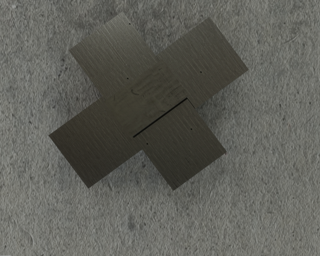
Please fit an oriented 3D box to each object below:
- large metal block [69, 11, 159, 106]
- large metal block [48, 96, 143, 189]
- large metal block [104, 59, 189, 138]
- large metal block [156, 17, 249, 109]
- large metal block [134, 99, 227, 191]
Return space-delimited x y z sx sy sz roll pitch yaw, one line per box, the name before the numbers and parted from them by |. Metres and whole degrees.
large metal block | -0.054 -0.085 0.397 0.080 0.050 0.080 -36 90 0
large metal block | -0.078 0.017 0.397 0.080 0.050 0.080 -36 90 0
large metal block | -0.015 -0.033 0.383 0.080 0.080 0.050 -36 90 0
large metal block | 0.051 -0.079 0.398 0.080 0.050 0.080 -36 90 0
large metal block | 0.025 0.020 0.398 0.080 0.050 0.080 -36 90 0
